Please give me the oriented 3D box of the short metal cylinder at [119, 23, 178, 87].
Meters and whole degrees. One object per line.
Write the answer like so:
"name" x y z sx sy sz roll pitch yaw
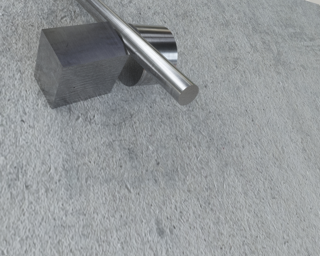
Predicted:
"short metal cylinder" -0.022 -0.097 0.414 0.050 0.080 0.080 -10 67 -36

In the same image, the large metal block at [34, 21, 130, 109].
"large metal block" -0.094 -0.073 0.363 0.081 0.080 0.050 -22 74 -36

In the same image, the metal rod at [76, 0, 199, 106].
"metal rod" -0.055 -0.126 0.385 0.025 0.025 0.300 -15 49 -34
